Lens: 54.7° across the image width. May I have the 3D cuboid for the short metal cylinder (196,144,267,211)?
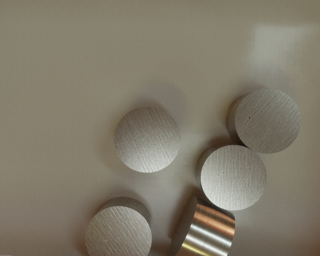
[{"bbox_3d":[0.090,0.060,0.400,0.081,0.050,0.079,0,90,-1],"label":"short metal cylinder"}]

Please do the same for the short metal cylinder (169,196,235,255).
[{"bbox_3d":[0.051,0.132,0.385,0.050,0.080,0.080,25,90,-1],"label":"short metal cylinder"}]

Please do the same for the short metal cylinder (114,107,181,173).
[{"bbox_3d":[-0.015,0.014,0.399,0.081,0.050,0.079,0,90,-1],"label":"short metal cylinder"}]

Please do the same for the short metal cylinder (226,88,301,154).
[{"bbox_3d":[0.131,-0.009,0.401,0.081,0.050,0.079,0,90,-1],"label":"short metal cylinder"}]

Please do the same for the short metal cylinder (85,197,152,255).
[{"bbox_3d":[-0.050,0.134,0.398,0.081,0.050,0.079,0,90,-1],"label":"short metal cylinder"}]
